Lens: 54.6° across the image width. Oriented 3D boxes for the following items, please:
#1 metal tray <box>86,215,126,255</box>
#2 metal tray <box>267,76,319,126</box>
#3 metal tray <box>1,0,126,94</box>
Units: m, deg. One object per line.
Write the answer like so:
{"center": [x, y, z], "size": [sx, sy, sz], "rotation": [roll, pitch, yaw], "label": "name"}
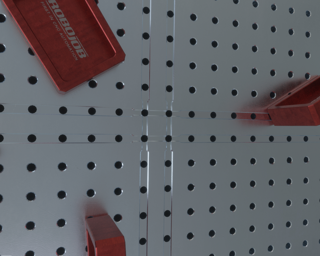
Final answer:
{"center": [-0.061, 0.177, 0.355], "size": [0.030, 0.090, 0.129], "rotation": [-4, 91, -20], "label": "metal tray"}
{"center": [0.241, -0.047, 0.466], "size": [0.131, 0.090, 0.030], "rotation": [-30, 100, -17], "label": "metal tray"}
{"center": [-0.112, -0.117, 0.368], "size": [0.090, 0.030, 0.130], "rotation": [-33, 101, -17], "label": "metal tray"}
